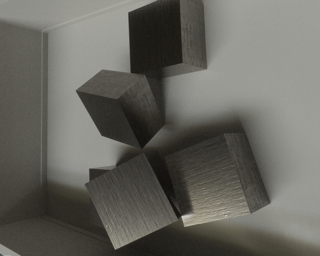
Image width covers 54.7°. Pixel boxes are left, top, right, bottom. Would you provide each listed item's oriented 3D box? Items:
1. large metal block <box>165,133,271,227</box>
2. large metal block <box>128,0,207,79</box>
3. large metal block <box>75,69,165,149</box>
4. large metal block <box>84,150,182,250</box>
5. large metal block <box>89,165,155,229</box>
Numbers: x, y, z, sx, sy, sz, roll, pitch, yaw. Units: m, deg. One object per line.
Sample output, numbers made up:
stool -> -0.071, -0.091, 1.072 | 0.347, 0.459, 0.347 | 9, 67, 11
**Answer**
large metal block -> 0.061, 0.056, 0.340 | 0.080, 0.050, 0.080 | -26, 74, 37
large metal block -> 0.008, -0.109, 0.384 | 0.080, 0.050, 0.080 | -4, 87, 40
large metal block -> -0.051, -0.026, 0.407 | 0.080, 0.050, 0.080 | 15, 140, 39
large metal block -> -0.027, 0.080, 0.361 | 0.080, 0.050, 0.080 | -29, 82, 13
large metal block -> -0.053, 0.096, 0.434 | 0.080, 0.050, 0.080 | -4, 88, 40
